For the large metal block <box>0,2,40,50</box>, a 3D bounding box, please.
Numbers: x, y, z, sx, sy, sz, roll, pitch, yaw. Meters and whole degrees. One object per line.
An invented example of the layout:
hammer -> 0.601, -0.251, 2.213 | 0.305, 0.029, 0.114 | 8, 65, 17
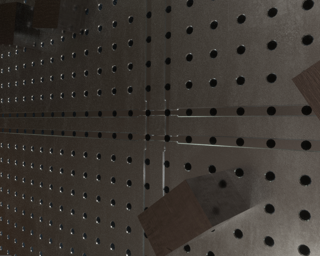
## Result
large metal block -> -0.287, -0.204, 0.626 | 0.080, 0.050, 0.079 | 14, 99, 39

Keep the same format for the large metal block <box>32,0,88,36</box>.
large metal block -> -0.171, -0.206, 0.531 | 0.080, 0.050, 0.079 | 16, 100, 38

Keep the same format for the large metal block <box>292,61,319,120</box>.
large metal block -> 0.172, -0.029, 0.251 | 0.080, 0.050, 0.080 | -38, 67, 33

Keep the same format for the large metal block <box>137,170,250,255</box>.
large metal block -> 0.037, 0.093, 0.341 | 0.080, 0.081, 0.050 | -44, 64, 31
